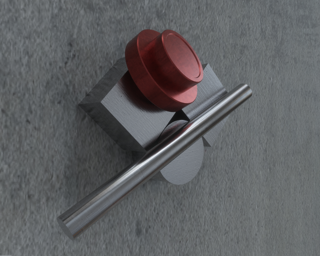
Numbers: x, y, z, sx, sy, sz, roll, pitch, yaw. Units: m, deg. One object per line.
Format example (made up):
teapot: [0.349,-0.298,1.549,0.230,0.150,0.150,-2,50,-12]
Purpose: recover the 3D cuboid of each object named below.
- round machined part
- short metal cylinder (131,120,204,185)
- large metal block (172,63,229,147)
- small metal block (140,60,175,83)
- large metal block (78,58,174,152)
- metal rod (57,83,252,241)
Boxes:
round machined part: [0.012,-0.070,0.349,0.098,0.042,0.098,32,42,-34]
short metal cylinder: [0.011,0.030,0.400,0.081,0.050,0.079,0,90,-40]
large metal block: [0.051,-0.031,0.435,0.080,0.050,0.080,49,61,-29]
small metal block: [0.002,-0.069,0.408,0.050,0.025,0.050,50,60,-29]
large metal block: [-0.032,-0.029,0.363,0.080,0.050,0.080,50,60,-29]
metal rod: [0.019,0.018,0.358,0.302,0.025,0.025,-35,112,-35]
